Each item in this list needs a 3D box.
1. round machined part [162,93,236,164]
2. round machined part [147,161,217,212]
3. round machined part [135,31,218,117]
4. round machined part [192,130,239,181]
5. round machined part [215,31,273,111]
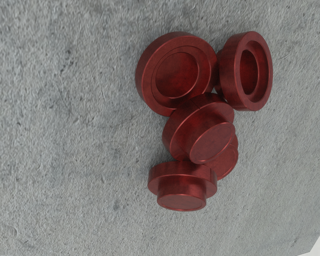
[{"bbox_3d":[0.055,0.007,0.391,0.099,0.042,0.097,-22,140,-20],"label":"round machined part"},{"bbox_3d":[0.031,0.087,0.437,0.099,0.042,0.098,4,147,3],"label":"round machined part"},{"bbox_3d":[0.016,-0.065,0.367,0.099,0.042,0.097,-14,125,-21],"label":"round machined part"},{"bbox_3d":[0.079,0.042,0.468,0.099,0.042,0.097,-14,125,-21],"label":"round machined part"},{"bbox_3d":[0.102,-0.070,0.394,0.099,0.042,0.097,-3,94,-46],"label":"round machined part"}]
